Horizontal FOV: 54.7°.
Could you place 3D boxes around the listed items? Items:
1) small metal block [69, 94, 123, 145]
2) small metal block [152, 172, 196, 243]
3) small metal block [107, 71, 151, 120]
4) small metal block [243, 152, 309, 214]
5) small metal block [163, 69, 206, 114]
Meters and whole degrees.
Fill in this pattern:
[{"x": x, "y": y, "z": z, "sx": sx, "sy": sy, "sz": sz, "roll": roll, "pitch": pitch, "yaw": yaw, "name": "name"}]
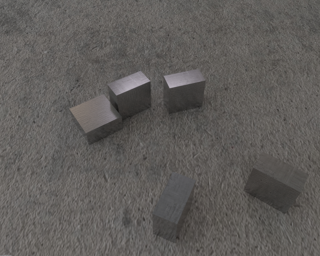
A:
[{"x": -0.084, "y": -0.012, "z": 0.413, "sx": 0.050, "sy": 0.025, "sz": 0.050, "roll": -27, "pitch": 55, "yaw": -21, "name": "small metal block"}, {"x": 0.015, "y": 0.082, "z": 0.318, "sx": 0.025, "sy": 0.050, "sz": 0.050, "roll": 19, "pitch": 53, "yaw": 15, "name": "small metal block"}, {"x": -0.040, "y": -0.043, "z": 0.423, "sx": 0.050, "sy": 0.050, "sz": 0.025, "roll": -27, "pitch": 55, "yaw": -21, "name": "small metal block"}, {"x": 0.124, "y": 0.060, "z": 0.337, "sx": 0.050, "sy": 0.050, "sz": 0.025, "roll": 28, "pitch": 56, "yaw": 21, "name": "small metal block"}, {"x": 0.033, "y": -0.050, "z": 0.429, "sx": 0.050, "sy": 0.050, "sz": 0.025, "roll": -14, "pitch": 52, "yaw": -11, "name": "small metal block"}]
